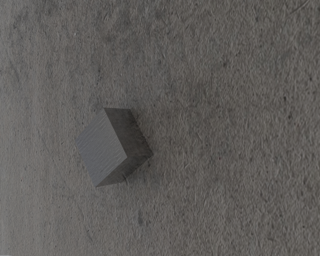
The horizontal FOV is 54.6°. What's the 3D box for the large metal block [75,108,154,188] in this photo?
[{"bbox_3d":[-0.068,0.028,0.446,0.080,0.050,0.080,-43,64,31],"label":"large metal block"}]
